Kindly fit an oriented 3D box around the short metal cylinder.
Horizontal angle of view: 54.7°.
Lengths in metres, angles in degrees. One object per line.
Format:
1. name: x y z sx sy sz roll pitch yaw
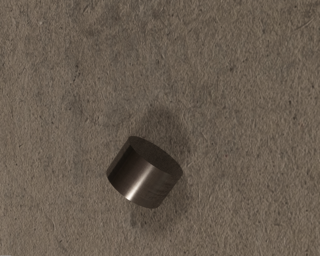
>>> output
1. short metal cylinder: -0.019 0.054 0.386 0.080 0.080 0.050 38 102 15
